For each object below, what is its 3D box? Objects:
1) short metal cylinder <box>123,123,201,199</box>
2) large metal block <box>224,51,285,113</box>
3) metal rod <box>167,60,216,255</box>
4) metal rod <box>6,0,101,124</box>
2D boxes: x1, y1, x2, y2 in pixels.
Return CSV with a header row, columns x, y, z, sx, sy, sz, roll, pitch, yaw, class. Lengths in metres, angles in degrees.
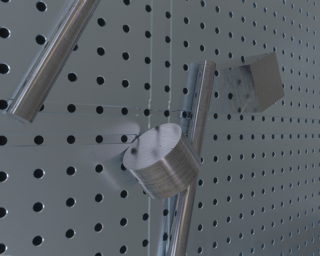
x,y,z,sx,sy,sz,roll,pitch,yaw,class
0.003,0.039,0.375,0.080,0.080,0.050,-48,119,-29,short metal cylinder
0.163,-0.077,0.529,0.081,0.050,0.080,-30,109,-36,large metal block
0.046,0.048,0.447,0.025,0.025,0.299,17,79,-39,metal rod
-0.080,-0.141,0.341,0.025,0.025,0.300,35,68,-35,metal rod
